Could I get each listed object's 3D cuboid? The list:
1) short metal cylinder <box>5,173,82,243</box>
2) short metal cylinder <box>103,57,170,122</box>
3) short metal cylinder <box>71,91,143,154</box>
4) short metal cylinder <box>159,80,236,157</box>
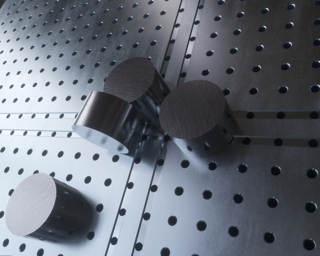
[{"bbox_3d":[-0.152,0.106,0.407,0.080,0.050,0.080,-13,56,21],"label":"short metal cylinder"},{"bbox_3d":[-0.033,-0.054,0.443,0.080,0.050,0.080,-13,56,21],"label":"short metal cylinder"},{"bbox_3d":[-0.069,-0.006,0.413,0.080,0.080,0.050,10,67,32],"label":"short metal cylinder"},{"bbox_3d":[0.046,-0.011,0.375,0.080,0.050,0.080,-13,56,21],"label":"short metal cylinder"}]
